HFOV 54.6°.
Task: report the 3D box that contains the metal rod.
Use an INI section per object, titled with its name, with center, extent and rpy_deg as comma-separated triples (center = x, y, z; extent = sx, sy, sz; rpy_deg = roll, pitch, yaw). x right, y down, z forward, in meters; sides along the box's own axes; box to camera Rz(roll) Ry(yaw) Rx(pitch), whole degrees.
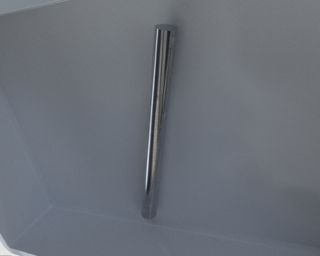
[metal rod]
center = -0.006, 0.014, 0.418
extent = 0.025, 0.025, 0.298
rpy_deg = 18, 126, 18
